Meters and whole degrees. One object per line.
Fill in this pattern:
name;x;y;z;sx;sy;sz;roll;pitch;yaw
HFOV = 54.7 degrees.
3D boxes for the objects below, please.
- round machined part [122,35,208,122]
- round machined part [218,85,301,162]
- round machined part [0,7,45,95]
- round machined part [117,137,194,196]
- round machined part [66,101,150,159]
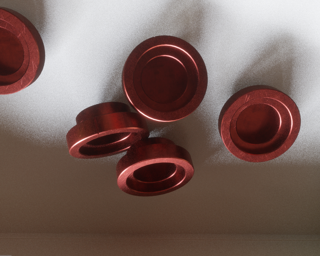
round machined part;0.003;-0.057;0.370;0.099;0.042;0.097;-1;93;-13
round machined part;0.124;-0.008;0.401;0.099;0.042;0.097;0;110;-1
round machined part;-0.185;-0.092;0.366;0.099;0.042;0.097;0;110;-1
round machined part;-0.008;0.048;0.404;0.099;0.042;0.097;-8;142;-6
round machined part;-0.066;0.001;0.382;0.098;0.098;0.042;-19;72;6
